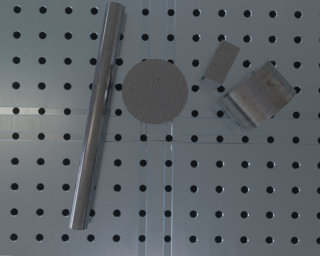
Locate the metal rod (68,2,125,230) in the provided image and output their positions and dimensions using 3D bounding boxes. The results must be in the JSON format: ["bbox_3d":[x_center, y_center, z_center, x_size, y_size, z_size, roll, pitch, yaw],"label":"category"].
[{"bbox_3d":[-0.084,-0.016,0.412,0.025,0.025,0.298,10,90,0],"label":"metal rod"}]

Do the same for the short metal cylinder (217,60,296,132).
[{"bbox_3d":[0.119,-0.039,0.387,0.080,0.080,0.050,-41,90,0],"label":"short metal cylinder"}]

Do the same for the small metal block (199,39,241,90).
[{"bbox_3d":[0.076,-0.080,0.402,0.025,0.050,0.050,27,90,0],"label":"small metal block"}]

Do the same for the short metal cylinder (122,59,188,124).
[{"bbox_3d":[-0.006,-0.044,0.401,0.081,0.050,0.079,0,90,0],"label":"short metal cylinder"}]
